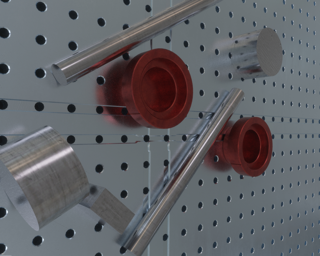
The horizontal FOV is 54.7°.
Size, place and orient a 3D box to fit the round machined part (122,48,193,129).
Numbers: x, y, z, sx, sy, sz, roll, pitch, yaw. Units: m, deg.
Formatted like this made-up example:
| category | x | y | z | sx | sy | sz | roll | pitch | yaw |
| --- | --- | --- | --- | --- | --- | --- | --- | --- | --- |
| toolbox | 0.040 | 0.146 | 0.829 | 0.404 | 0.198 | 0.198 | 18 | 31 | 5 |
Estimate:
| category | x | y | z | sx | sy | sz | roll | pitch | yaw |
| --- | --- | --- | --- | --- | --- | --- | --- | --- | --- |
| round machined part | -0.007 | -0.048 | 0.392 | 0.099 | 0.042 | 0.097 | 0 | 90 | -40 |

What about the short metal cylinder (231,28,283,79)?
| category | x | y | z | sx | sy | sz | roll | pitch | yaw |
| --- | --- | --- | --- | --- | --- | --- | --- | --- | --- |
| short metal cylinder | 0.167 | -0.126 | 0.532 | 0.081 | 0.050 | 0.080 | 0 | 90 | -40 |

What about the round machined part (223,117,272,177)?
| category | x | y | z | sx | sy | sz | roll | pitch | yaw |
| --- | --- | --- | --- | --- | --- | --- | --- | --- | --- |
| round machined part | 0.143 | 0.030 | 0.518 | 0.099 | 0.042 | 0.097 | 0 | 90 | -40 |

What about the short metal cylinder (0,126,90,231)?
| category | x | y | z | sx | sy | sz | roll | pitch | yaw |
| --- | --- | --- | --- | --- | --- | --- | --- | --- | --- |
| short metal cylinder | -0.109 | 0.044 | 0.282 | 0.050 | 0.080 | 0.080 | -32 | 110 | -35 |

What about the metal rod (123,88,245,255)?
| category | x | y | z | sx | sy | sz | roll | pitch | yaw |
| --- | --- | --- | --- | --- | --- | --- | --- | --- | --- |
| metal rod | 0.047 | 0.048 | 0.448 | 0.301 | 0.025 | 0.025 | -52 | 121 | -27 |

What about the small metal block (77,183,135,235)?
| category | x | y | z | sx | sy | sz | roll | pitch | yaw |
| --- | --- | --- | --- | --- | --- | --- | --- | --- | --- |
| small metal block | -0.064 | 0.087 | 0.339 | 0.050 | 0.050 | 0.025 | 50 | 61 | -28 |

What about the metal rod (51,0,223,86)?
| category | x | y | z | sx | sy | sz | roll | pitch | yaw |
| --- | --- | --- | --- | --- | --- | --- | --- | --- | --- |
| metal rod | -0.006 | -0.133 | 0.403 | 0.302 | 0.025 | 0.025 | -38 | 114 | -33 |
